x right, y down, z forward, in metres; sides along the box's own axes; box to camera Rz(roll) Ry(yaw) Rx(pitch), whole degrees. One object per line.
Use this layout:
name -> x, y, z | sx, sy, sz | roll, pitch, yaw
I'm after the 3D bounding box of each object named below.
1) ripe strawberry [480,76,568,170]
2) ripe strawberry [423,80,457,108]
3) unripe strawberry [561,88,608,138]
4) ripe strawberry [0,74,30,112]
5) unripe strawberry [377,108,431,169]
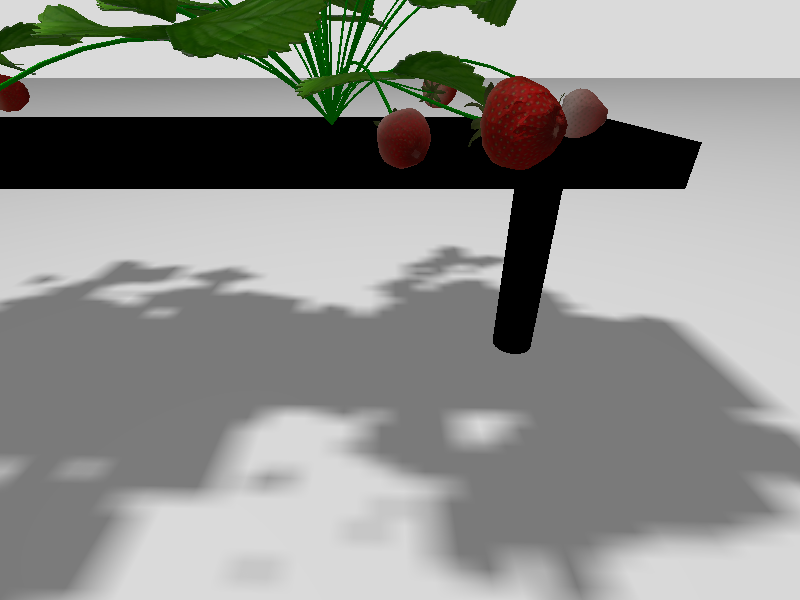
ripe strawberry -> 0.052, -0.073, 0.169 | 0.032, 0.037, 0.035 | -18, 35, -28
ripe strawberry -> 0.044, -0.225, 0.432 | 0.037, 0.033, 0.034 | 20, 35, 30
unripe strawberry -> 0.119, -0.121, 0.261 | 0.030, 0.029, 0.028 | 17, 34, 14
ripe strawberry -> -0.394, -0.209, 0.402 | 0.033, 0.035, 0.031 | -25, 38, -36
unripe strawberry -> 0.003, -0.069, 0.176 | 0.024, 0.026, 0.027 | -10, 46, -17
